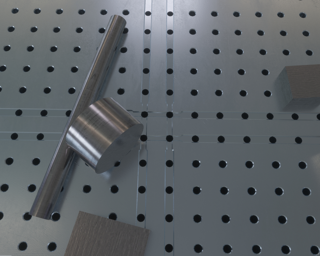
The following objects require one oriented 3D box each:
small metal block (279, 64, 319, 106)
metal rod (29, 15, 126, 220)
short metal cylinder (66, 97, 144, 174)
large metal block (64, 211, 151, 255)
[{"bbox_3d":[0.202,-0.060,0.435,0.050,0.025,0.050,-4,70,-2],"label":"small metal block"},{"bbox_3d":[-0.104,-0.028,0.421,0.025,0.025,0.299,15,71,5],"label":"metal rod"},{"bbox_3d":[-0.066,0.009,0.379,0.050,0.080,0.080,41,75,13],"label":"short metal cylinder"},{"bbox_3d":[-0.059,0.144,0.345,0.080,0.050,0.080,14,71,5],"label":"large metal block"}]
